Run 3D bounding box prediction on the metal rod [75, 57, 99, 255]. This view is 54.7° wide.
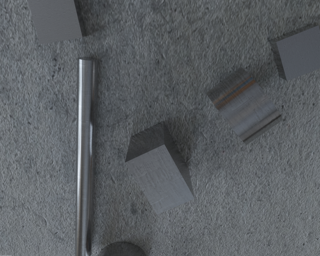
[{"bbox_3d":[-0.103,0.055,0.428,0.025,0.025,0.298,5,110,-3],"label":"metal rod"}]

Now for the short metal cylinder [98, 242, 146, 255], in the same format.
[{"bbox_3d":[-0.060,0.225,0.479,0.081,0.050,0.079,0,110,-1],"label":"short metal cylinder"}]

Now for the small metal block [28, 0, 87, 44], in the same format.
[{"bbox_3d":[-0.118,-0.128,0.361,0.050,0.025,0.050,-8,110,2],"label":"small metal block"}]

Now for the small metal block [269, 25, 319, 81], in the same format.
[{"bbox_3d":[0.169,-0.092,0.378,0.050,0.025,0.050,-21,109,7],"label":"small metal block"}]

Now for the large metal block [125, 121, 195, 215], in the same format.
[{"bbox_3d":[0.001,0.048,0.398,0.050,0.080,0.080,-26,108,9],"label":"large metal block"}]

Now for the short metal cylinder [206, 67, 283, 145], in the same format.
[{"bbox_3d":[0.100,-0.026,0.372,0.050,0.080,0.080,-38,106,12],"label":"short metal cylinder"}]
